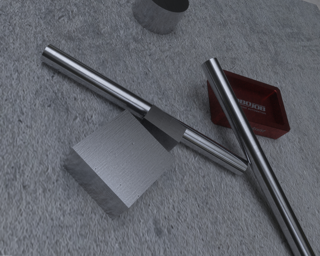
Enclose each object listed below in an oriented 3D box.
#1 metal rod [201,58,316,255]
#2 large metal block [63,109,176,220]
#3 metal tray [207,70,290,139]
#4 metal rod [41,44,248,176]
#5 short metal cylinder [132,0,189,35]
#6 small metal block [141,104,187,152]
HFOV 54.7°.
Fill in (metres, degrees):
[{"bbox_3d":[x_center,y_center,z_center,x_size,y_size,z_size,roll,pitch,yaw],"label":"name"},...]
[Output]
[{"bbox_3d":[0.132,0.040,0.426,0.025,0.025,0.299,-19,80,-35],"label":"metal rod"},{"bbox_3d":[-0.044,0.039,0.341,0.080,0.050,0.080,46,51,4],"label":"large metal block"},{"bbox_3d":[0.143,-0.038,0.503,0.131,0.030,0.090,13,56,-22],"label":"metal tray"},{"bbox_3d":[-0.013,-0.019,0.409,0.301,0.025,0.025,30,52,-9],"label":"metal rod"},{"bbox_3d":[0.001,-0.203,0.514,0.081,0.050,0.080,14,56,-21],"label":"short metal cylinder"},{"bbox_3d":[-0.003,0.006,0.384,0.050,0.050,0.025,36,51,-5],"label":"small metal block"}]
